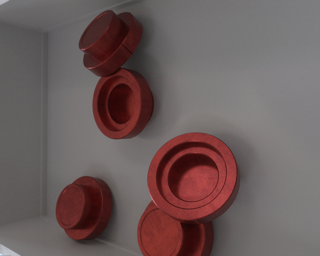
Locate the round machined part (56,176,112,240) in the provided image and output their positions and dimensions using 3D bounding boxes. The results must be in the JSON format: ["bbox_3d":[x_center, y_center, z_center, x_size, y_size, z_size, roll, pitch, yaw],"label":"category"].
[{"bbox_3d":[-0.124,0.123,0.482,0.098,0.042,0.098,-14,65,34],"label":"round machined part"}]

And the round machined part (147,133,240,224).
[{"bbox_3d":[0.039,0.058,0.345,0.098,0.042,0.098,-10,59,17],"label":"round machined part"}]

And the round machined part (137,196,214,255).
[{"bbox_3d":[0.011,0.127,0.373,0.098,0.042,0.098,-13,69,36],"label":"round machined part"}]

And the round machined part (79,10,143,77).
[{"bbox_3d":[-0.074,-0.123,0.430,0.098,0.042,0.098,-25,46,30],"label":"round machined part"}]

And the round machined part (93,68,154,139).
[{"bbox_3d":[-0.047,-0.033,0.435,0.098,0.042,0.097,0,90,40],"label":"round machined part"}]
